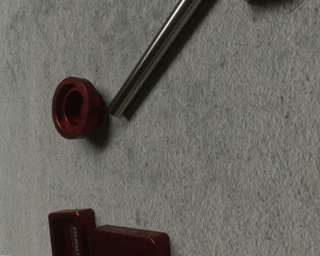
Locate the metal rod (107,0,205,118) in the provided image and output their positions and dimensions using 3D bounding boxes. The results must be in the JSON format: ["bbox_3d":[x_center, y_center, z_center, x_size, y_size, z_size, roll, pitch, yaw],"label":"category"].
[{"bbox_3d":[0.017,-0.127,0.389,0.298,0.025,0.025,-51,60,27],"label":"metal rod"}]

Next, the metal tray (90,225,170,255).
[{"bbox_3d":[-0.044,0.190,0.436,0.130,0.030,0.089,-8,85,39],"label":"metal tray"}]

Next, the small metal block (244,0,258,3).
[{"bbox_3d":[0.108,-0.162,0.315,0.050,0.025,0.050,2,91,39],"label":"small metal block"}]

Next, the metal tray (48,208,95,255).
[{"bbox_3d":[-0.143,0.204,0.516,0.090,0.030,0.129,-15,81,38],"label":"metal tray"}]

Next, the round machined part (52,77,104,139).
[{"bbox_3d":[-0.128,-0.031,0.496,0.098,0.042,0.097,0,90,39],"label":"round machined part"}]
